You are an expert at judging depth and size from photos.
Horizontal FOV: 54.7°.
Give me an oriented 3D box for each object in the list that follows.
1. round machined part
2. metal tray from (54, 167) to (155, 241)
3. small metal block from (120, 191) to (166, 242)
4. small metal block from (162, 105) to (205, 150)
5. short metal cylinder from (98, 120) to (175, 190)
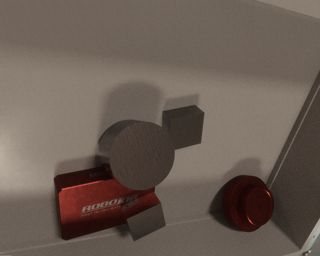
[{"bbox_3d":[0.160,0.133,0.542,0.099,0.042,0.097,2,86,-30],"label":"round machined part"},{"bbox_3d":[-0.073,0.096,0.427,0.131,0.030,0.089,-9,122,-24],"label":"metal tray"},{"bbox_3d":[-0.023,0.124,0.435,0.050,0.025,0.050,-22,127,-16],"label":"small metal block"},{"bbox_3d":[0.031,0.000,0.427,0.050,0.025,0.050,-12,124,-22],"label":"small metal block"},{"bbox_3d":[-0.029,0.030,0.378,0.081,0.050,0.079,-2,95,-25],"label":"short metal cylinder"}]
